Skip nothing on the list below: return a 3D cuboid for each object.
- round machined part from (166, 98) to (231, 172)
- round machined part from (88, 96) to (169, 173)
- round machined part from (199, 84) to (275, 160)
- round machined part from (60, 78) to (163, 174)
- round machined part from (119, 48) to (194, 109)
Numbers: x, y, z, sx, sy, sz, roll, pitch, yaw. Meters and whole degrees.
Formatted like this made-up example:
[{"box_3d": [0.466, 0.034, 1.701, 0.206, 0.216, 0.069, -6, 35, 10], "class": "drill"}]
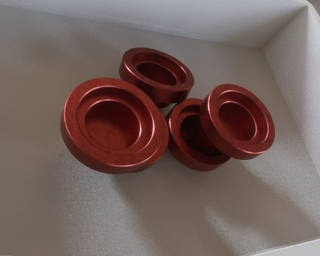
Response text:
[{"box_3d": [0.048, 0.012, 0.411, 0.099, 0.042, 0.098, 14, 56, -21], "class": "round machined part"}, {"box_3d": [-0.042, 0.008, 0.365, 0.099, 0.042, 0.098, 14, 56, -21], "class": "round machined part"}, {"box_3d": [0.092, -0.004, 0.391, 0.099, 0.042, 0.098, 14, 56, -21], "class": "round machined part"}, {"box_3d": [-0.050, 0.001, 0.312, 0.099, 0.042, 0.098, 14, 56, -21], "class": "round machined part"}, {"box_3d": [-0.007, -0.063, 0.415, 0.099, 0.042, 0.098, 16, 38, -13], "class": "round machined part"}]
